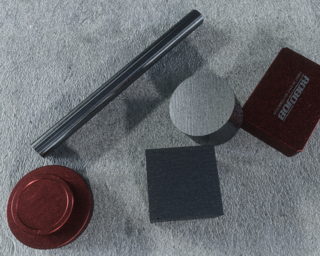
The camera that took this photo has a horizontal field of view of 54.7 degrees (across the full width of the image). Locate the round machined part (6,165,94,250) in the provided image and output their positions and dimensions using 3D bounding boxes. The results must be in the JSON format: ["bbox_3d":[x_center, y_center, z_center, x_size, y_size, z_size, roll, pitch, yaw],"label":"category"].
[{"bbox_3d":[-0.131,0.091,0.364,0.099,0.042,0.098,0,70,-1],"label":"round machined part"}]

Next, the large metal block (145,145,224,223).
[{"bbox_3d":[0.026,0.068,0.370,0.081,0.050,0.080,-4,70,-2],"label":"large metal block"}]

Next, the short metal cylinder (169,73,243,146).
[{"bbox_3d":[0.059,-0.022,0.388,0.080,0.050,0.080,-8,69,23],"label":"short metal cylinder"}]

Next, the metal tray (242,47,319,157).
[{"bbox_3d":[0.174,-0.037,0.421,0.090,0.030,0.130,33,73,11],"label":"metal tray"}]

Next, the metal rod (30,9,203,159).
[{"bbox_3d":[-0.050,-0.069,0.432,0.025,0.025,0.301,43,75,14],"label":"metal rod"}]
